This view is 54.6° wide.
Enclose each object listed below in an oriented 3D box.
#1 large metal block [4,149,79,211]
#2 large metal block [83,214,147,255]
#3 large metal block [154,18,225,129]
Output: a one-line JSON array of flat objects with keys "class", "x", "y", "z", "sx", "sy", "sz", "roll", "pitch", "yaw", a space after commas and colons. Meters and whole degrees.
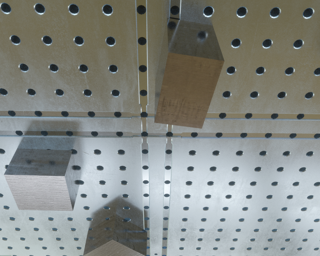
[{"class": "large metal block", "x": -0.170, "y": 0.078, "z": 0.460, "sx": 0.080, "sy": 0.050, "sz": 0.080, "roll": 2, "pitch": 130, "yaw": -2}, {"class": "large metal block", "x": -0.081, "y": 0.214, "z": 0.577, "sx": 0.080, "sy": 0.050, "sz": 0.080, "roll": -36, "pitch": 122, "yaw": 26}, {"class": "large metal block", "x": 0.026, "y": -0.058, "z": 0.326, "sx": 0.050, "sy": 0.080, "sz": 0.079, "roll": 7, "pitch": 130, "yaw": -6}]
